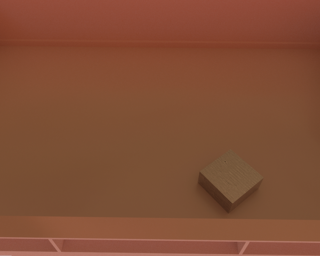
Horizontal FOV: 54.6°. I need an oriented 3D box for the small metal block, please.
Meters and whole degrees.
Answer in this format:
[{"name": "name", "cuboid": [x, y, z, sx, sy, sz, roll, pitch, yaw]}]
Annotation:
[{"name": "small metal block", "cuboid": [0.080, 0.060, 0.355, 0.050, 0.025, 0.050, -31, 57, -24]}]
